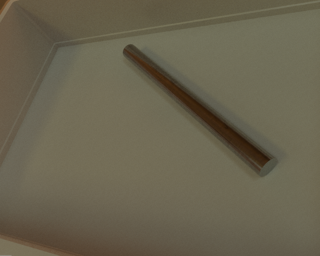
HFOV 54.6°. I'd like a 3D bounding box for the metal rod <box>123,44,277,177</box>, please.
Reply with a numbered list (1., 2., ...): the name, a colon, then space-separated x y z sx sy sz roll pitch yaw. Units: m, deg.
1. metal rod: 0.031 -0.042 0.416 0.025 0.025 0.300 -43 51 -1
